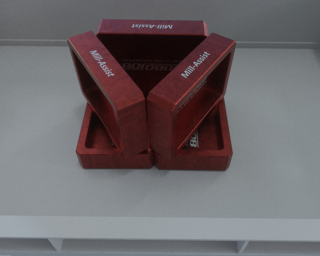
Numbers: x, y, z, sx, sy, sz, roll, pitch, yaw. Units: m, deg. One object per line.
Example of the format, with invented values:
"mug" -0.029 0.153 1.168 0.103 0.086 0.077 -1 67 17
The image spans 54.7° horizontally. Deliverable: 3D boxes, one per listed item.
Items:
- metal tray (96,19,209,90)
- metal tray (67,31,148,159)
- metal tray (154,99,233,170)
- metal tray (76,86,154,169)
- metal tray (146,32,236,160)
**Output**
"metal tray" -0.009 -0.090 0.396 0.131 0.090 0.030 1 51 1
"metal tray" -0.060 -0.039 0.353 0.030 0.090 0.130 -25 55 -19
"metal tray" 0.040 -0.007 0.407 0.091 0.030 0.130 1 49 1
"metal tray" -0.052 -0.009 0.408 0.091 0.030 0.130 0 49 0
"metal tray" 0.037 -0.037 0.352 0.030 0.090 0.131 29 56 22
